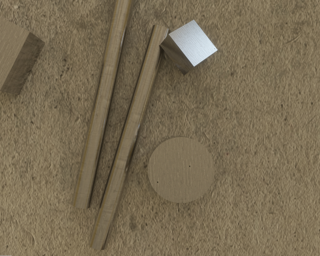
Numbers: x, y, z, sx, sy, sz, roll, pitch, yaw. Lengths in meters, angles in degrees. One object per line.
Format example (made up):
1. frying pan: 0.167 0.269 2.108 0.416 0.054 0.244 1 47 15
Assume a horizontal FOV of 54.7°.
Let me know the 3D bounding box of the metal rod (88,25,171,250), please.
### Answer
1. metal rod: -0.040 0.012 0.409 0.025 0.025 0.298 16 90 0

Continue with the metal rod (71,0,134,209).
1. metal rod: -0.073 -0.044 0.409 0.025 0.025 0.298 12 90 0

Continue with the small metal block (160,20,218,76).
1. small metal block: 0.037 -0.104 0.399 0.050 0.025 0.050 -39 92 -31

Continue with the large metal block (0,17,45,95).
1. large metal block: -0.210 -0.098 0.396 0.080 0.050 0.080 27 90 0

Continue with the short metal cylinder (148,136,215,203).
1. short metal cylinder: 0.026 0.051 0.398 0.081 0.050 0.080 0 90 0
